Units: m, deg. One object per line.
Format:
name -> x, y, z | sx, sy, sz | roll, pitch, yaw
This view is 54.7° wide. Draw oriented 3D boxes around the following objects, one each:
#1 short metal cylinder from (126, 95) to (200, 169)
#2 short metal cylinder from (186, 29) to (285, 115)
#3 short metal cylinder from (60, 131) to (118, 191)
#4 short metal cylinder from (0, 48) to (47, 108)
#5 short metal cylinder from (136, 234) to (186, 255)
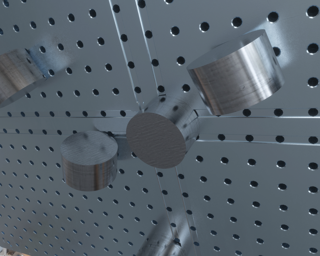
short metal cylinder -> 0.004, 0.005, 0.396 | 0.080, 0.050, 0.079 | 13, 124, 21
short metal cylinder -> 0.073, -0.054, 0.303 | 0.080, 0.080, 0.050 | -18, 109, 35
short metal cylinder -> -0.104, 0.047, 0.460 | 0.080, 0.080, 0.050 | 19, 126, 17
short metal cylinder -> -0.213, -0.071, 0.444 | 0.080, 0.080, 0.050 | -26, 105, 37
short metal cylinder -> -0.001, 0.233, 0.540 | 0.080, 0.050, 0.079 | 13, 124, 21
